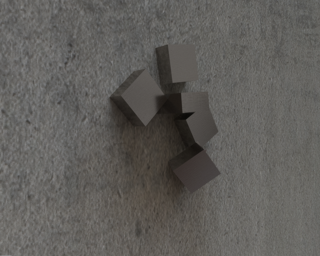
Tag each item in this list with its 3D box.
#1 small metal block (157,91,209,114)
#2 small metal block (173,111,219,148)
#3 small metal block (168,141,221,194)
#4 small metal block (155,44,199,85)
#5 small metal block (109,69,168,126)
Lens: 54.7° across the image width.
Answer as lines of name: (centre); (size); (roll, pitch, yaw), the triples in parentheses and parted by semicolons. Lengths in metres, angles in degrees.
small metal block: (0.030, -0.034, 0.416); (0.050, 0.050, 0.025); (-8, 96, -40)
small metal block: (0.053, -0.003, 0.452); (0.050, 0.025, 0.050); (-38, 114, -34)
small metal block: (0.048, 0.055, 0.432); (0.050, 0.025, 0.050); (-35, 117, 3)
small metal block: (0.024, -0.088, 0.427); (0.050, 0.025, 0.050); (-13, 98, -40)
small metal block: (-0.025, -0.037, 0.385); (0.050, 0.025, 0.050); (-53, 121, -27)
